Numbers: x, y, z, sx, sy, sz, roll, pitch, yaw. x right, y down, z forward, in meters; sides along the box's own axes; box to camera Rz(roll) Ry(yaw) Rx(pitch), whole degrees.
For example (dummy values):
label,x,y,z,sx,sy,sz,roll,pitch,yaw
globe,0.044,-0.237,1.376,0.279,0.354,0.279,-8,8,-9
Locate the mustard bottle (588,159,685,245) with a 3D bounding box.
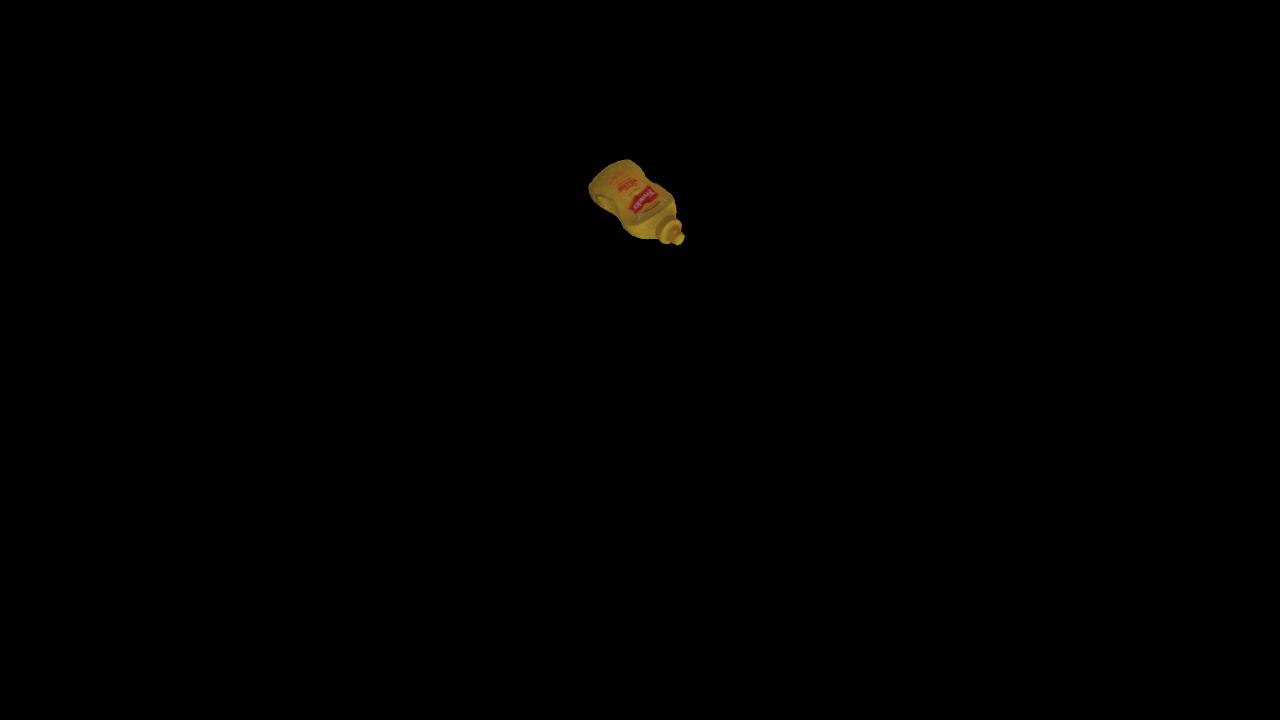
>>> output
label,x,y,z,sx,sy,sz,roll,pitch,yaw
mustard bottle,0.006,-0.234,0.948,0.092,0.184,0.054,-33,-30,-16
